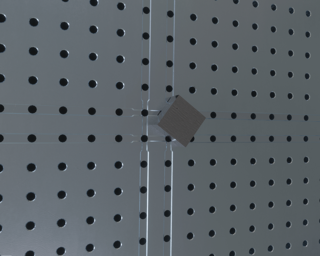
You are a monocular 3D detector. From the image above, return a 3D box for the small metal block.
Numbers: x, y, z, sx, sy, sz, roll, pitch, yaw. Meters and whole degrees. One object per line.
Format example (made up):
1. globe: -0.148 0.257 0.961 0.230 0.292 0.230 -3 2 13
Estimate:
1. small metal block: 0.025 -0.009 0.422 0.050 0.025 0.050 39 78 -16
